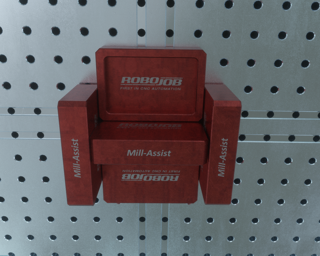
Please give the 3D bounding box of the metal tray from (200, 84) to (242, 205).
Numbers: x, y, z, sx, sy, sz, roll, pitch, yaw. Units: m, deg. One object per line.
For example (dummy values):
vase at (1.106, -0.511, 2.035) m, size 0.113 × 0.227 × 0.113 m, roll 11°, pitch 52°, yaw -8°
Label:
metal tray at (0.069, 0.018, 0.386) m, size 0.030 × 0.090 × 0.129 m, roll 1°, pitch 110°, yaw -1°

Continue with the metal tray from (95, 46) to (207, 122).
metal tray at (-0.011, -0.055, 0.390) m, size 0.131 × 0.030 × 0.089 m, roll 1°, pitch 110°, yaw -1°

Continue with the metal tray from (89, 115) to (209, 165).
metal tray at (-0.012, 0.012, 0.381) m, size 0.131 × 0.090 × 0.030 m, roll 1°, pitch 110°, yaw -1°

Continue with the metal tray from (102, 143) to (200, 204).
metal tray at (-0.013, 0.059, 0.431) m, size 0.131 × 0.030 × 0.089 m, roll 1°, pitch 110°, yaw -1°

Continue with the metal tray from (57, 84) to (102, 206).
metal tray at (-0.093, 0.018, 0.383) m, size 0.030 × 0.090 × 0.129 m, roll 1°, pitch 110°, yaw -1°
